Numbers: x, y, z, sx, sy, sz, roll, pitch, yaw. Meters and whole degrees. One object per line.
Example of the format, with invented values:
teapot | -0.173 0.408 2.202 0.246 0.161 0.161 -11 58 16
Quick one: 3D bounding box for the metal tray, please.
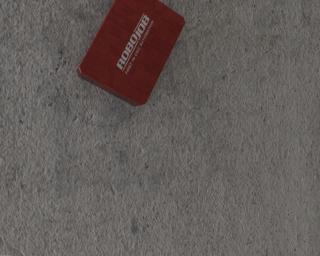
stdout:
metal tray | -0.035 -0.104 0.393 0.090 0.030 0.130 28 81 -18
